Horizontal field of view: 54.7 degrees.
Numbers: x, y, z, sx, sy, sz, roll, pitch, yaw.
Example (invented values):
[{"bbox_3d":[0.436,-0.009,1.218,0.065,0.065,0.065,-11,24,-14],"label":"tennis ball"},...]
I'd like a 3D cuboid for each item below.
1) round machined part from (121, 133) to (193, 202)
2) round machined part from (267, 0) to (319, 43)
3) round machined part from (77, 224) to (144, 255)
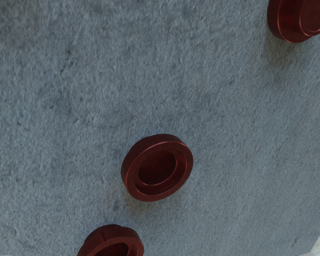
[{"bbox_3d":[-0.007,0.049,0.424,0.099,0.042,0.097,-14,125,-21],"label":"round machined part"},{"bbox_3d":[0.194,-0.159,0.406,0.099,0.042,0.097,-14,125,-21],"label":"round machined part"},{"bbox_3d":[-0.077,0.186,0.470,0.099,0.042,0.097,-14,125,-21],"label":"round machined part"}]
